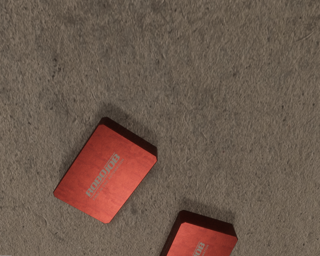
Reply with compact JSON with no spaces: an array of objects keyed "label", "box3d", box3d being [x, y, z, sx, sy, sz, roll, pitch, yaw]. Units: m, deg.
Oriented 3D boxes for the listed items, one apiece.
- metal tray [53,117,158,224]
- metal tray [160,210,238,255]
[{"label":"metal tray","box3d":[-0.075,0.061,0.428,0.090,0.030,0.129,33,106,-12]},{"label":"metal tray","box3d":[0.052,0.198,0.481,0.091,0.030,0.129,18,109,-7]}]
